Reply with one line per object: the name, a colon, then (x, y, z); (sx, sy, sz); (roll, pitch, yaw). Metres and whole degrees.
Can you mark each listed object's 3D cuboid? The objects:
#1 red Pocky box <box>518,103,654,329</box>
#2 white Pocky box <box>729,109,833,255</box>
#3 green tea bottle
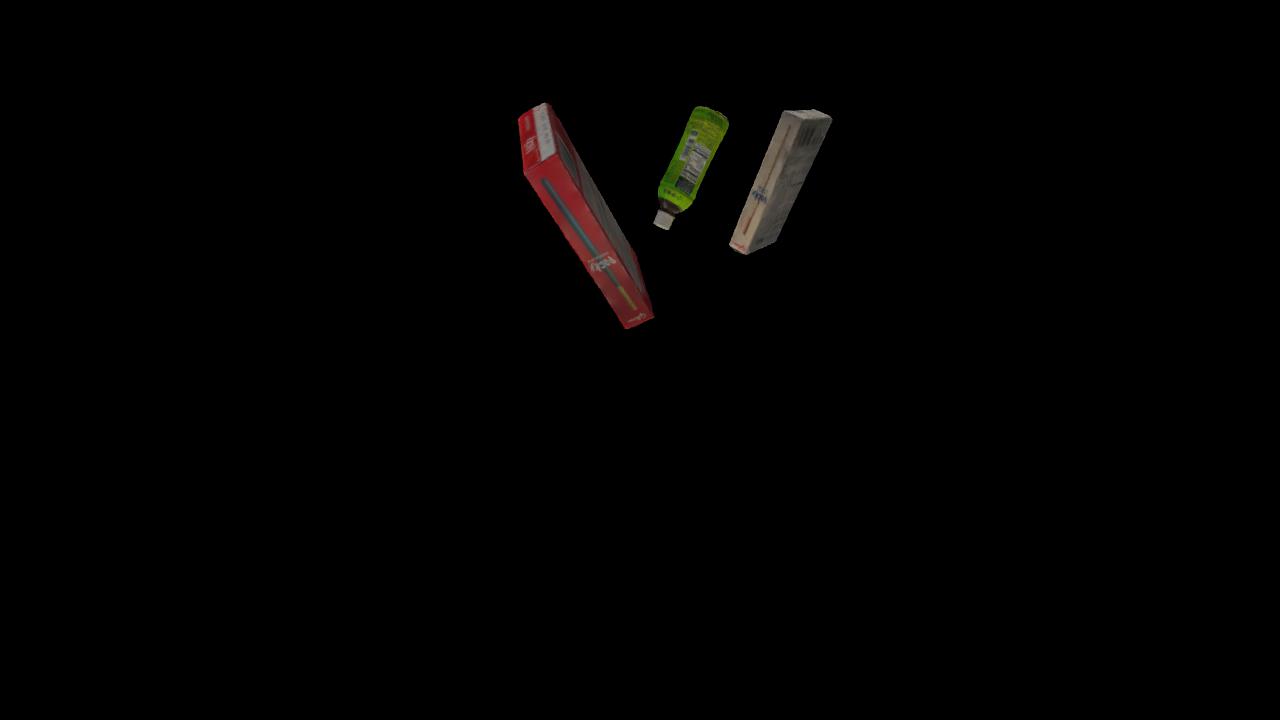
red Pocky box: (-0.037, -0.100, 0.449); (0.028, 0.083, 0.155); (-25, -46, 9)
white Pocky box: (0.154, -0.194, 0.677); (0.028, 0.154, 0.084); (35, 36, 21)
green tea bottle: (0.081, -0.329, 1.072); (0.073, 0.212, 0.073); (26, 4, -2)
